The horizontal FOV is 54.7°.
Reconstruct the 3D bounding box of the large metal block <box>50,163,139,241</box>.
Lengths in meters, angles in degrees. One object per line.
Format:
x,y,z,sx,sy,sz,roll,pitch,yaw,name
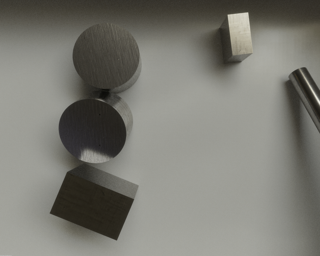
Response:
-0.076,0.087,0.383,0.080,0.080,0.050,22,90,-1,large metal block

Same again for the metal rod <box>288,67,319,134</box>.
0.227,0.056,0.355,0.025,0.025,0.299,-18,66,0,metal rod

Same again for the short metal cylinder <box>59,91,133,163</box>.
-0.077,-0.003,0.387,0.080,0.050,0.079,1,108,4,short metal cylinder

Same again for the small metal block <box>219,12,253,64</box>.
0.097,-0.114,0.400,0.025,0.050,0.050,-7,90,0,small metal block

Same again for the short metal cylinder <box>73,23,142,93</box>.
-0.065,-0.087,0.398,0.081,0.050,0.079,0,90,-1,short metal cylinder
